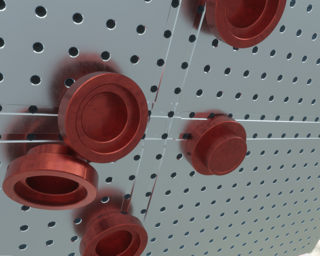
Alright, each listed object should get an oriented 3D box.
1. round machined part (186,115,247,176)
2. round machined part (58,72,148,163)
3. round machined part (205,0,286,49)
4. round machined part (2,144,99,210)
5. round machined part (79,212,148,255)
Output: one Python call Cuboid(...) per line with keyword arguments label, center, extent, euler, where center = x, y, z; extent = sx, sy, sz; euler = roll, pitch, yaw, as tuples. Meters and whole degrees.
Cuboid(label="round machined part", center=(0.092, 0.033, 0.470), extent=(0.099, 0.042, 0.097), euler=(-14, 124, -21))
Cuboid(label="round machined part", center=(-0.065, -0.014, 0.344), extent=(0.099, 0.042, 0.097), euler=(-12, 110, -36))
Cuboid(label="round machined part", center=(0.095, -0.146, 0.361), extent=(0.099, 0.042, 0.097), euler=(-14, 124, -21))
Cuboid(label="round machined part", center=(-0.119, 0.054, 0.350), extent=(0.099, 0.042, 0.098), euler=(-3, 143, -2))
Cuboid(label="round machined part", center=(-0.071, 0.166, 0.463), extent=(0.099, 0.042, 0.097), euler=(-14, 124, -21))
